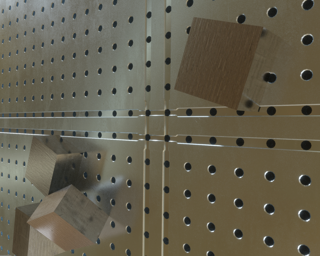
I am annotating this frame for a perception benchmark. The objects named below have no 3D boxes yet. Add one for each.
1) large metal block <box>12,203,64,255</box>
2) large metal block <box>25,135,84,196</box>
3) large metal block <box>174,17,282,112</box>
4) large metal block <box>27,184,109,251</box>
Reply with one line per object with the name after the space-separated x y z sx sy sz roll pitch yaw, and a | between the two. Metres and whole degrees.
-0.201 0.175 0.536 0.050 0.081 0.079 12 98 39 | large metal block
-0.187 0.065 0.544 0.080 0.050 0.079 27 107 36 | large metal block
0.071 -0.068 0.333 0.080 0.050 0.079 24 105 37 | large metal block
-0.142 0.142 0.481 0.080 0.050 0.080 -27 115 36 | large metal block
